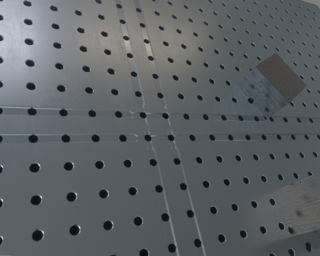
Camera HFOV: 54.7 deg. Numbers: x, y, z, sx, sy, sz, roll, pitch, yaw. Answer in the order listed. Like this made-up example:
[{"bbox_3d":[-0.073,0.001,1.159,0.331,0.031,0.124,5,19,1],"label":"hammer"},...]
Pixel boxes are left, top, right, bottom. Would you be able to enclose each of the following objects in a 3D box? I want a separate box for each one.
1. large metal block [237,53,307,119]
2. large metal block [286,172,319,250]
[{"bbox_3d":[0.197,-0.076,0.544,0.081,0.050,0.080,-34,81,-38],"label":"large metal block"},{"bbox_3d":[0.223,0.112,0.424,0.050,0.080,0.080,25,53,-13],"label":"large metal block"}]
